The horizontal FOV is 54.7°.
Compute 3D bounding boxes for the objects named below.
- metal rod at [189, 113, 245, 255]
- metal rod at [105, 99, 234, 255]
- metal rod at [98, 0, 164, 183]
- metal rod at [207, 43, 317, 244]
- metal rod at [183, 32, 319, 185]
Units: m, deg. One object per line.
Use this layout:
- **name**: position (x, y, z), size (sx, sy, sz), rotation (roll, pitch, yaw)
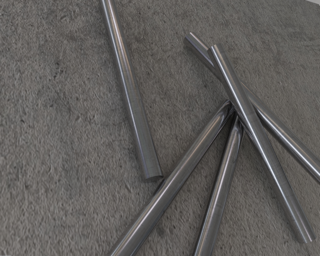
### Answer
- **metal rod**: position (0.083, 0.065, 0.408), size (0.025, 0.025, 0.301), rotation (33, 51, -7)
- **metal rod**: position (0.028, 0.053, 0.385), size (0.025, 0.025, 0.301), rotation (42, 51, 0)
- **metal rod**: position (-0.046, -0.072, 0.422), size (0.025, 0.025, 0.299), rotation (-2, 63, -29)
- **metal rod**: position (0.141, 0.015, 0.442), size (0.025, 0.025, 0.299), rotation (-17, 79, -35)
- **metal rod**: position (0.137, -0.040, 0.468), size (0.025, 0.025, 0.300), rotation (-24, 66, -37)
